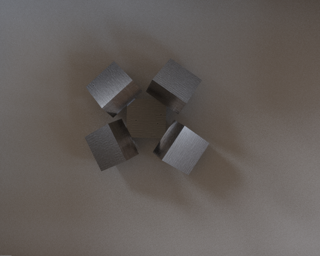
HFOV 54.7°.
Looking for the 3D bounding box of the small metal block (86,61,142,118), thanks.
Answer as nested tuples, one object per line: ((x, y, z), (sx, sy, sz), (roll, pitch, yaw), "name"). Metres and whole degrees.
((-0.059, -0.050, 0.396), (0.050, 0.025, 0.050), (-42, 53, 0), "small metal block")

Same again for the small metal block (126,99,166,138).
((-0.017, -0.012, 0.409), (0.050, 0.025, 0.050), (2, 90, 0), "small metal block")

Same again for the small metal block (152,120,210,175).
((0.027, 0.026, 0.398), (0.050, 0.025, 0.050), (34, 90, -35), "small metal block")

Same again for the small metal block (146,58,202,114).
((0.018, -0.054, 0.397), (0.050, 0.025, 0.050), (35, 53, -1), "small metal block")

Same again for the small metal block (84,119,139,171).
((-0.062, 0.022, 0.397), (0.050, 0.025, 0.050), (-26, 90, 37), "small metal block")
